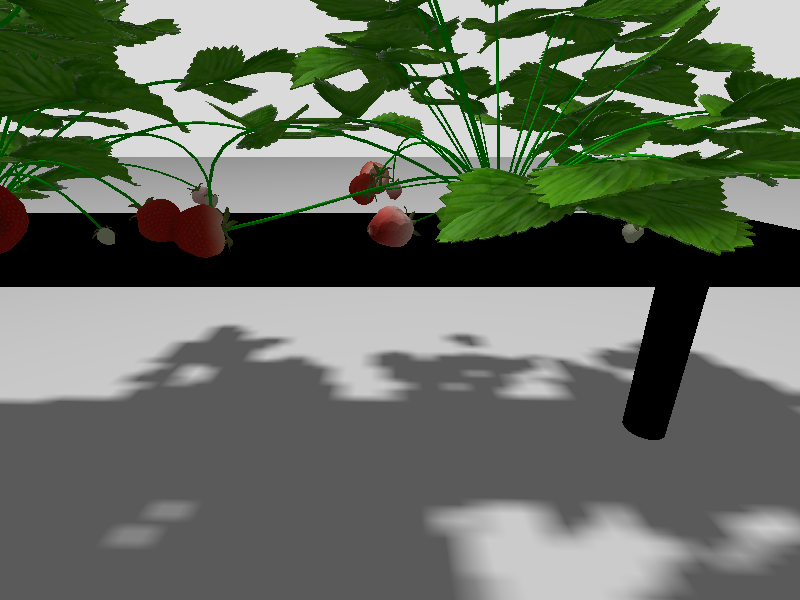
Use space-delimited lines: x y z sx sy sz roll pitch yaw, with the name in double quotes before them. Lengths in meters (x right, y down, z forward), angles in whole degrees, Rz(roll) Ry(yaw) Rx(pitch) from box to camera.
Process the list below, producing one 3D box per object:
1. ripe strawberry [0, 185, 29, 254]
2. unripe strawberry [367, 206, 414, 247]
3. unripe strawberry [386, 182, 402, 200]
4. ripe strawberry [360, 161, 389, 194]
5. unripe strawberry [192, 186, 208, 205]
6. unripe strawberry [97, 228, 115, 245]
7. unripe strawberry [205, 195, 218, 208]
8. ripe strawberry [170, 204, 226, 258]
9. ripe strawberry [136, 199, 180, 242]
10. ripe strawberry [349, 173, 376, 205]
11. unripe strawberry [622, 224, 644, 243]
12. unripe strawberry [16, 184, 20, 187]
"ripe strawberry" -0.259 -0.050 0.248 0.048 0.047 0.045 20 29 40
"unripe strawberry" -0.007 -0.048 0.264 0.031 0.026 0.031 -19 28 -39
"unripe strawberry" -0.008 -0.140 0.514 0.022 0.022 0.019 -11 24 -25
"ripe strawberry" -0.038 -0.171 0.565 0.042 0.044 0.046 -11 8 -25
"unripe strawberry" -0.216 -0.113 0.441 0.024 0.021 0.022 28 -23 50
"unripe strawberry" -0.199 -0.042 0.272 0.012 0.011 0.010 -39 -1 33
"unripe strawberry" -0.168 -0.088 0.357 0.011 0.011 0.011 -2 21 -4
"ripe strawberry" -0.121 -0.041 0.241 0.030 0.031 0.027 -12 24 -26
"ripe strawberry" -0.165 -0.054 0.280 0.032 0.031 0.029 28 27 8
"ripe strawberry" -0.043 -0.127 0.458 0.033 0.034 0.030 18 28 40
"unripe strawberry" 0.158 -0.045 0.272 0.012 0.013 0.013 -18 28 -39
"unripe strawberry" -0.480 -0.143 0.508 0.011 0.010 0.010 -13 25 -31
